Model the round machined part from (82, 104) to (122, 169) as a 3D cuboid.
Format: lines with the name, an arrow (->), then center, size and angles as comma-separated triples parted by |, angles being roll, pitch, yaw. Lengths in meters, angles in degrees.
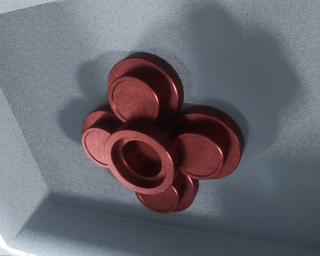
round machined part -> -0.072, 0.019, 0.444 | 0.098, 0.042, 0.097 | 13, 124, 21

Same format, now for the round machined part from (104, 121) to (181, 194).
round machined part -> -0.019, 0.034, 0.399 | 0.098, 0.042, 0.097 | 13, 124, 21

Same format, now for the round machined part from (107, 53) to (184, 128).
round machined part -> -0.024, -0.039, 0.382 | 0.098, 0.042, 0.097 | 13, 124, 21

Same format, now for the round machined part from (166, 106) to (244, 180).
round machined part -> 0.051, 0.025, 0.384 | 0.098, 0.042, 0.097 | 13, 124, 21

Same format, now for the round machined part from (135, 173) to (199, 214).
round machined part -> 0.002, 0.083, 0.445 | 0.098, 0.042, 0.097 | 12, 122, 20
